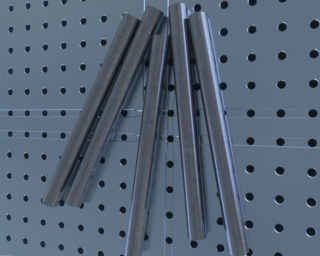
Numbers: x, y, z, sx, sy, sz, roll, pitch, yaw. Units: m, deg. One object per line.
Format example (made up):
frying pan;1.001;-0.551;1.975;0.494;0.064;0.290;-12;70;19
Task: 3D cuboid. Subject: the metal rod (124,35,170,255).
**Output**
metal rod;-0.017;0.027;0.419;0.025;0.025;0.298;9;93;20

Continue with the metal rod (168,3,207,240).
metal rod;0.035;-0.009;0.400;0.025;0.025;0.298;-5;88;20

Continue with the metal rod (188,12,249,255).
metal rod;0.072;0.004;0.387;0.025;0.025;0.299;-11;86;20

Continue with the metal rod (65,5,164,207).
metal rod;-0.067;-0.024;0.437;0.025;0.025;0.299;27;99;18

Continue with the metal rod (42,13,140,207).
metal rod;-0.102;-0.019;0.448;0.025;0.025;0.299;29;99;17
